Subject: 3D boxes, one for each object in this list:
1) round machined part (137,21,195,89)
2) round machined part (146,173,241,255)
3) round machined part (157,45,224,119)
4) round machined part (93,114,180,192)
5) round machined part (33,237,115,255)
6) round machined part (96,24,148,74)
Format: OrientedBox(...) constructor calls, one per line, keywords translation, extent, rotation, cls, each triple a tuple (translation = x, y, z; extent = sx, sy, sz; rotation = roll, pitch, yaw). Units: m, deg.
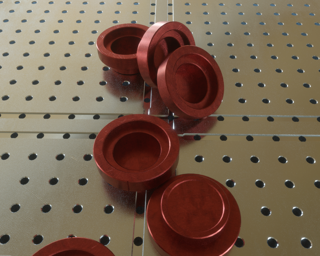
OrientedBox(translation=(0.005, -0.105, 0.454), extent=(0.098, 0.098, 0.042), rotation=(-39, 39, -28), cls="round machined part")
OrientedBox(translation=(0.035, 0.089, 0.322), extent=(0.099, 0.042, 0.098), rotation=(0, 50, 0), cls="round machined part")
OrientedBox(translation=(0.037, -0.059, 0.425), extent=(0.099, 0.042, 0.098), rotation=(5, 80, -32), cls="round machined part")
OrientedBox(translation=(-0.026, 0.033, 0.368), extent=(0.099, 0.042, 0.098), rotation=(0, 49, 1), cls="round machined part")
OrientedBox(translation=(-0.077, 0.151, 0.270), extent=(0.099, 0.042, 0.098), rotation=(0, 50, 0), cls="round machined part")
OrientedBox(translation=(-0.050, -0.124, 0.500), extent=(0.099, 0.042, 0.098), rotation=(0, 49, 1), cls="round machined part")
